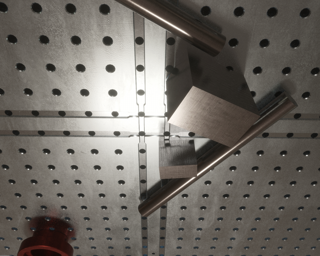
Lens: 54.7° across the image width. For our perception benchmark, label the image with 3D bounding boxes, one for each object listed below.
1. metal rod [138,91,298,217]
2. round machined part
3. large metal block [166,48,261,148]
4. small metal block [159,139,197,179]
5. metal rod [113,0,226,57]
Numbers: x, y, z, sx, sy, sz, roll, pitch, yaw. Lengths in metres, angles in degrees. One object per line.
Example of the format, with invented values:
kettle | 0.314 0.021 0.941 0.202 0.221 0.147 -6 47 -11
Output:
metal rod | 0.067 0.052 0.457 0.025 0.025 0.299 32 123 -25
round machined part | -0.216 0.232 0.595 0.099 0.042 0.097 -1 130 0
large metal block | 0.055 -0.035 0.347 0.080 0.080 0.050 21 127 -18
small metal block | 0.024 0.043 0.432 0.050 0.050 0.025 -3 130 2
metal rod | -0.066 -0.146 0.286 0.302 0.025 0.025 24 126 -20
